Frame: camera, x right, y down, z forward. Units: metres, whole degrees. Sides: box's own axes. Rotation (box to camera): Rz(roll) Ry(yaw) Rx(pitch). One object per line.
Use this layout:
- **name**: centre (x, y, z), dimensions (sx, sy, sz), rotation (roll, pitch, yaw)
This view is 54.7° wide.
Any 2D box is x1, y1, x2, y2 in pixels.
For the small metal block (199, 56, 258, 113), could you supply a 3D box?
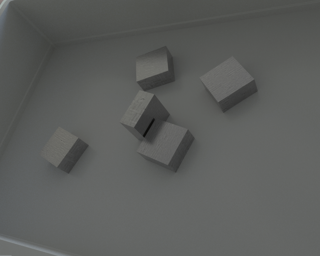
- **small metal block**: centre (0.087, -0.056, 0.394), dimensions (0.050, 0.025, 0.050), rotation (-33, 52, 6)

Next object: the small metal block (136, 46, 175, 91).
- **small metal block**: centre (-0.007, -0.089, 0.463), dimensions (0.050, 0.025, 0.050), rotation (-16, 55, 18)

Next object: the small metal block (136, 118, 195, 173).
- **small metal block**: centre (0.007, 0.021, 0.388), dimensions (0.050, 0.025, 0.050), rotation (20, 72, 35)

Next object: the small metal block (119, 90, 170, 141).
- **small metal block**: centre (-0.018, -0.013, 0.406), dimensions (0.025, 0.050, 0.050), rotation (20, 72, 35)

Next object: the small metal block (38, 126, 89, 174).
- **small metal block**: centre (-0.143, 0.032, 0.459), dimensions (0.050, 0.025, 0.050), rotation (24, 74, 36)
